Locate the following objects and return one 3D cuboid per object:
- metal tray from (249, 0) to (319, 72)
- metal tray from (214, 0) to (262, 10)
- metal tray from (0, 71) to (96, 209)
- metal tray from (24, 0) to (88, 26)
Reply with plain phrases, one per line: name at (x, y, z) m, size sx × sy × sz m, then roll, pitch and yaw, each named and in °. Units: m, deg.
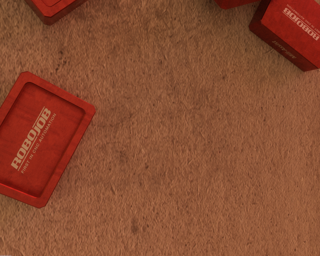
metal tray at (0.212, -0.160, 0.484) m, size 0.131 × 0.030 × 0.090 m, roll 30°, pitch 80°, yaw -18°
metal tray at (0.119, -0.216, 0.426) m, size 0.131 × 0.030 × 0.090 m, roll -21°, pitch 64°, yaw -19°
metal tray at (-0.144, 0.013, 0.353) m, size 0.090 × 0.030 × 0.130 m, roll 29°, pitch 80°, yaw -18°
metal tray at (-0.111, -0.196, 0.364) m, size 0.130 × 0.030 × 0.090 m, roll -42°, pitch 103°, yaw -15°
